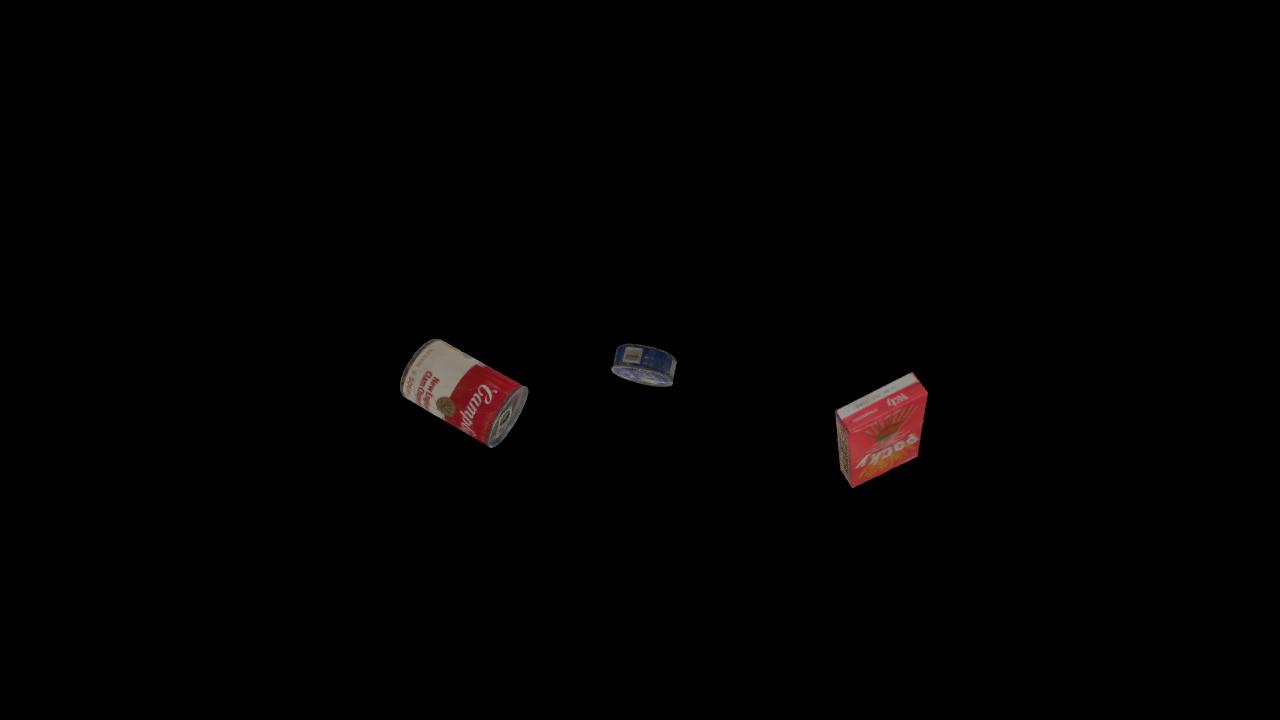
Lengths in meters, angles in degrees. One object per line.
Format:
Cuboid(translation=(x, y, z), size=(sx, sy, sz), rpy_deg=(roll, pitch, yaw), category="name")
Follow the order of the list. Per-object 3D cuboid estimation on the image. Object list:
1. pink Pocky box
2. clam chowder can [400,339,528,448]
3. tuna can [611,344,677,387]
Cuboid(translation=(0.248, 0.078, 0.636), size=(0.084, 0.029, 0.155), rpy_deg=(-26, -36, 2), category="pink Pocky box")
Cuboid(translation=(-0.169, 0.031, 0.595), size=(0.102, 0.068, 0.068), rpy_deg=(29, 4, 6), category="clam chowder can")
Cuboid(translation=(0.006, 0.007, 0.817), size=(0.084, 0.034, 0.084), rpy_deg=(12, -14, 3), category="tuna can")
